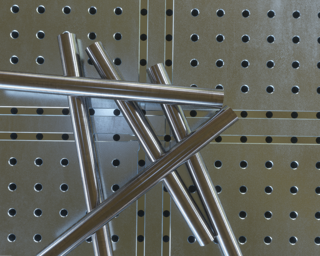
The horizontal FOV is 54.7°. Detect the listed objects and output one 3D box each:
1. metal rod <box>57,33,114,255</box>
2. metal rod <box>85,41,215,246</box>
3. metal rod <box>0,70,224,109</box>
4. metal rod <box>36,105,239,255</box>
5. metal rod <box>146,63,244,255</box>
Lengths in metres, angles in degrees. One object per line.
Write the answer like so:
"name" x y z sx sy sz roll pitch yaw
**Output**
"metal rod" -0.099 0.025 0.411 0.025 0.025 0.298 -10 90 0
"metal rod" -0.013 0.021 0.413 0.025 0.025 0.299 -30 90 0
"metal rod" -0.073 -0.049 0.388 0.302 0.025 0.025 5 90 -1
"metal rod" -0.028 0.073 0.388 0.300 0.025 0.025 -38 90 -1
"metal rod" 0.051 0.056 0.414 0.025 0.025 0.299 -23 90 0
